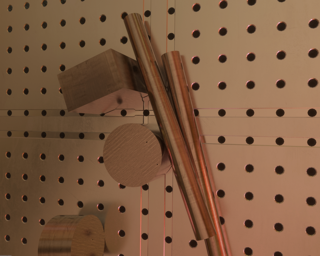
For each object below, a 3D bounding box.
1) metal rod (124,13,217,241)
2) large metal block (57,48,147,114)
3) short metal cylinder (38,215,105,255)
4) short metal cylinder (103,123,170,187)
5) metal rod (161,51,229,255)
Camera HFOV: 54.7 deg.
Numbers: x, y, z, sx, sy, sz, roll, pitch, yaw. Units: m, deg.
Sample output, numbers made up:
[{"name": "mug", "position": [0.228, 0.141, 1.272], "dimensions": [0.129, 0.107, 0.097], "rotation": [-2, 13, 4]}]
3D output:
[{"name": "metal rod", "position": [0.008, -0.012, 0.391], "dimensions": [0.025, 0.025, 0.299], "rotation": [-23, 76, 18]}, {"name": "large metal block", "position": [-0.071, -0.056, 0.408], "dimensions": [0.080, 0.080, 0.050], "rotation": [-21, 83, 19]}, {"name": "short metal cylinder", "position": [-0.119, 0.161, 0.425], "dimensions": [0.050, 0.080, 0.080], "rotation": [-6, 88, 20]}, {"name": "short metal cylinder", "position": [-0.027, 0.034, 0.409], "dimensions": [0.080, 0.050, 0.079], "rotation": [0, 90, 20]}, {"name": "metal rod", "position": [0.047, 0.048, 0.395], "dimensions": [0.025, 0.025, 0.298], "rotation": [-15, 85, 19]}]
